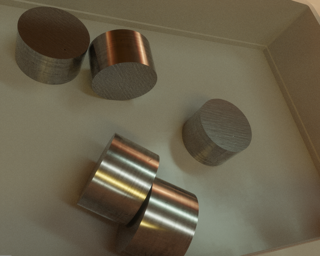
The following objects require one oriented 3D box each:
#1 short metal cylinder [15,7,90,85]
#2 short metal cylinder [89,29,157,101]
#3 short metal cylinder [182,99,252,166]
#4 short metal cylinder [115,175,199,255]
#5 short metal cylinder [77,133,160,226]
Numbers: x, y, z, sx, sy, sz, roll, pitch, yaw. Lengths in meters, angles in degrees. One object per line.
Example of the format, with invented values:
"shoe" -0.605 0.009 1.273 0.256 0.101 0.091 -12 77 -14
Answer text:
"short metal cylinder" -0.132 -0.100 0.380 0.081 0.050 0.080 14 56 -21
"short metal cylinder" -0.048 -0.077 0.392 0.081 0.080 0.050 2 61 -27
"short metal cylinder" 0.078 0.007 0.427 0.081 0.050 0.080 14 56 -21
"short metal cylinder" -0.004 0.093 0.311 0.050 0.080 0.080 27 53 -12
"short metal cylinder" -0.042 0.051 0.316 0.050 0.080 0.080 29 52 -10
